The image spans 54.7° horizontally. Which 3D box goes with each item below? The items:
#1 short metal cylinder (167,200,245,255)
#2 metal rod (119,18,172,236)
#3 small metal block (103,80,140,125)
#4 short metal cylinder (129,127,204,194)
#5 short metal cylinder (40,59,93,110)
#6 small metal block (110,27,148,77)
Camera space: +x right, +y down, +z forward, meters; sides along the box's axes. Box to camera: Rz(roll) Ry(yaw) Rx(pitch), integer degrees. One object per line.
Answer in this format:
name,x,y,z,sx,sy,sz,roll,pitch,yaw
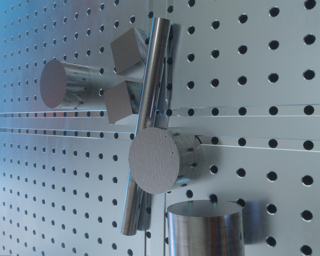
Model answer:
short metal cylinder,0.049,0.111,0.333,0.080,0.081,0.050,-4,88,40
metal rod,-0.022,0.004,0.427,0.025,0.025,0.298,16,100,39
small metal block,-0.053,-0.036,0.454,0.050,0.025,0.050,-21,77,38
short metal cylinder,0.007,0.039,0.387,0.080,0.050,0.080,0,90,40
short metal cylinder,-0.159,-0.072,0.525,0.080,0.050,0.080,0,90,40
small metal block,-0.041,-0.107,0.443,0.050,0.025,0.050,-21,77,38
